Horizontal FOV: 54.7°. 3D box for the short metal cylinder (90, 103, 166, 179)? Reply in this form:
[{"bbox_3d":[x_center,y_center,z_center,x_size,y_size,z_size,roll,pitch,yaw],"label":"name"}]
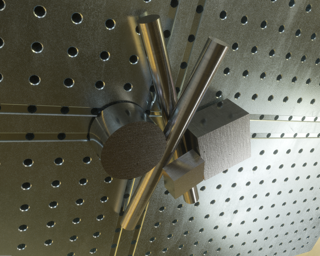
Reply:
[{"bbox_3d":[-0.040,0.016,0.378,0.081,0.050,0.079,-14,125,-21],"label":"short metal cylinder"}]

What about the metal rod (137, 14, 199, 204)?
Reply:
[{"bbox_3d":[0.020,0.000,0.417,0.025,0.025,0.298,-25,128,-13],"label":"metal rod"}]

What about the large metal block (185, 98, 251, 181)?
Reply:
[{"bbox_3d":[0.081,0.016,0.444,0.081,0.050,0.080,-25,128,-14],"label":"large metal block"}]

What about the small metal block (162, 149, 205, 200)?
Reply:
[{"bbox_3d":[0.033,0.064,0.423,0.050,0.025,0.050,-30,144,-19],"label":"small metal block"}]

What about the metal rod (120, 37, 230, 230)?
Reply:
[{"bbox_3d":[0.007,0.026,0.402,0.025,0.025,0.298,6,123,-32],"label":"metal rod"}]
